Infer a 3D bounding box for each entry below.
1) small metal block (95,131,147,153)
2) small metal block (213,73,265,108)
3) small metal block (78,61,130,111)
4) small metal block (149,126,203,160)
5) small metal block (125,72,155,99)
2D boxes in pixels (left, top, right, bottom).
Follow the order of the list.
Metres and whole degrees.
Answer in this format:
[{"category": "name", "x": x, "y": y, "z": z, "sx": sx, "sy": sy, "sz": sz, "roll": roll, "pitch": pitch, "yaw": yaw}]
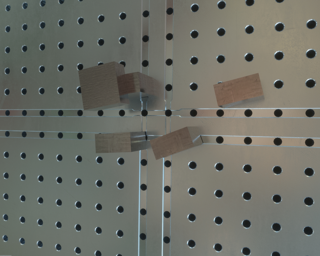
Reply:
[{"category": "small metal block", "x": -0.052, "y": 0.019, "z": 0.416, "sx": 0.050, "sy": 0.050, "sz": 0.025, "roll": -3, "pitch": 89, "yaw": 19}, {"category": "small metal block", "x": 0.095, "y": -0.042, "z": 0.366, "sx": 0.050, "sy": 0.050, "sz": 0.025, "roll": -13, "pitch": 86, "yaw": 19}, {"category": "small metal block", "x": -0.069, "y": -0.050, "z": 0.383, "sx": 0.050, "sy": 0.025, "sz": 0.050, "roll": -10, "pitch": 87, "yaw": 19}, {"category": "small metal block", "x": 0.022, "y": 0.018, "z": 0.391, "sx": 0.050, "sy": 0.050, "sz": 0.025, "roll": -21, "pitch": 83, "yaw": 18}, {"category": "small metal block", "x": -0.041, "y": -0.055, "z": 0.413, "sx": 0.050, "sy": 0.050, "sz": 0.025, "roll": -6, "pitch": 88, "yaw": 19}]
